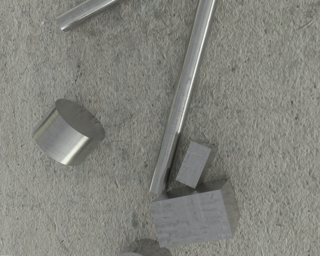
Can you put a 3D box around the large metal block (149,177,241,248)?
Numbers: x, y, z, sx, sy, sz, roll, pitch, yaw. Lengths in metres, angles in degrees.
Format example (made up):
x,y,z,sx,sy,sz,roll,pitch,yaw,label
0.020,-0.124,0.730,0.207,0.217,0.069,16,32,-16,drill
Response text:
x,y,z,sx,sy,sz,roll,pitch,yaw,label
0.045,0.096,0.364,0.080,0.080,0.050,-15,85,19,large metal block

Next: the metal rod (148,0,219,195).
x,y,z,sx,sy,sz,roll,pitch,yaw,label
0.034,-0.060,0.396,0.025,0.025,0.298,16,95,19,metal rod

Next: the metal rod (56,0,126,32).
x,y,z,sx,sy,sz,roll,pitch,yaw,label
-0.012,-0.204,0.413,0.300,0.025,0.025,-21,83,18,metal rod

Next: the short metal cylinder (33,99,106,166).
x,y,z,sx,sy,sz,roll,pitch,yaw,label
-0.122,0.006,0.423,0.080,0.080,0.050,47,104,14,short metal cylinder

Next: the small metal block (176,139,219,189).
x,y,z,sx,sy,sz,roll,pitch,yaw,label
0.047,0.042,0.379,0.025,0.050,0.050,23,98,18,small metal block

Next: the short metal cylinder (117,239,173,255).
x,y,z,sx,sy,sz,roll,pitch,yaw,label
-0.024,0.193,0.404,0.080,0.050,0.080,0,90,20,short metal cylinder
